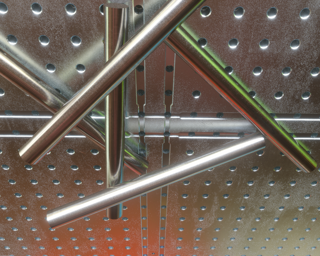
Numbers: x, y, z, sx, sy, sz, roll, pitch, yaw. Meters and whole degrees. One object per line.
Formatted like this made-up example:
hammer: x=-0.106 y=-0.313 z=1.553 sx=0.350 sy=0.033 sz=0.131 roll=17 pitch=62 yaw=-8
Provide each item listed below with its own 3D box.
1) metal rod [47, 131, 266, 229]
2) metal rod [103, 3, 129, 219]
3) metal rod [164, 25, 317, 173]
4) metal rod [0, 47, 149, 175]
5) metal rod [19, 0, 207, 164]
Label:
metal rod: x=-0.001 y=0.068 z=0.417 sx=0.302 sy=0.025 sz=0.025 roll=-20 pitch=129 yaw=-5
metal rod: x=-0.056 y=0.003 z=0.387 sx=0.025 sy=0.025 sz=0.298 roll=3 pitch=122 yaw=-4
metal rod: x=0.115 y=-0.024 z=0.392 sx=0.301 sy=0.025 sz=0.025 roll=37 pitch=121 yaw=-27
metal rod: x=-0.124 y=-0.027 z=0.386 sx=0.025 sy=0.025 sz=0.300 roll=-34 pitch=123 yaw=25
metal rod: x=-0.040 y=-0.064 z=0.315 sx=0.299 sy=0.025 sz=0.025 roll=-41 pitch=120 yaw=14
